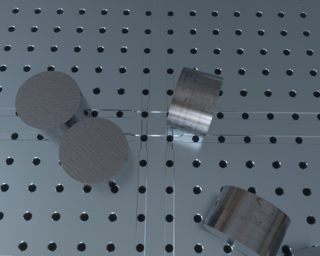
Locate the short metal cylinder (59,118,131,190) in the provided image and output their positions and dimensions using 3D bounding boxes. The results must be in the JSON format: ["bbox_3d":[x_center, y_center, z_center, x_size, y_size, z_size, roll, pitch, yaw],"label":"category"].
[{"bbox_3d":[-0.078,0.033,0.386,0.081,0.050,0.080,0,70,0],"label":"short metal cylinder"}]

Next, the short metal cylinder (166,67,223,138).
[{"bbox_3d":[0.044,-0.032,0.395,0.050,0.080,0.080,17,71,6],"label":"short metal cylinder"}]

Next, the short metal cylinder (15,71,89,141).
[{"bbox_3d":[-0.139,-0.028,0.407,0.081,0.050,0.080,0,70,0],"label":"short metal cylinder"}]

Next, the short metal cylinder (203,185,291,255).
[{"bbox_3d":[0.095,0.107,0.344,0.080,0.080,0.050,30,73,10],"label":"short metal cylinder"}]

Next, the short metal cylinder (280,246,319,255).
[{"bbox_3d":[0.162,0.159,0.325,0.081,0.080,0.050,-14,71,-5],"label":"short metal cylinder"}]
